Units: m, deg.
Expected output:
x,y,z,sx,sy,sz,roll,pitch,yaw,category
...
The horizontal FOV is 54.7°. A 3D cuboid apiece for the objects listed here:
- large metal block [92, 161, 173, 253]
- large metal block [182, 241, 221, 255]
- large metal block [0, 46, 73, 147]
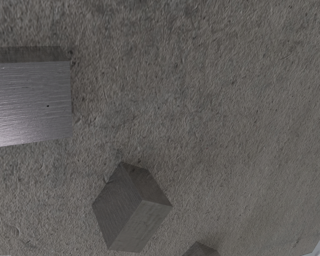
x,y,z,sx,sy,sz,roll,pitch,yaw,category
-0.040,0.105,0.414,0.050,0.080,0.080,24,105,-37,large metal block
0.078,0.278,0.605,0.080,0.050,0.080,-48,129,5,large metal block
-0.132,-0.032,0.299,0.081,0.050,0.079,-8,122,-24,large metal block
